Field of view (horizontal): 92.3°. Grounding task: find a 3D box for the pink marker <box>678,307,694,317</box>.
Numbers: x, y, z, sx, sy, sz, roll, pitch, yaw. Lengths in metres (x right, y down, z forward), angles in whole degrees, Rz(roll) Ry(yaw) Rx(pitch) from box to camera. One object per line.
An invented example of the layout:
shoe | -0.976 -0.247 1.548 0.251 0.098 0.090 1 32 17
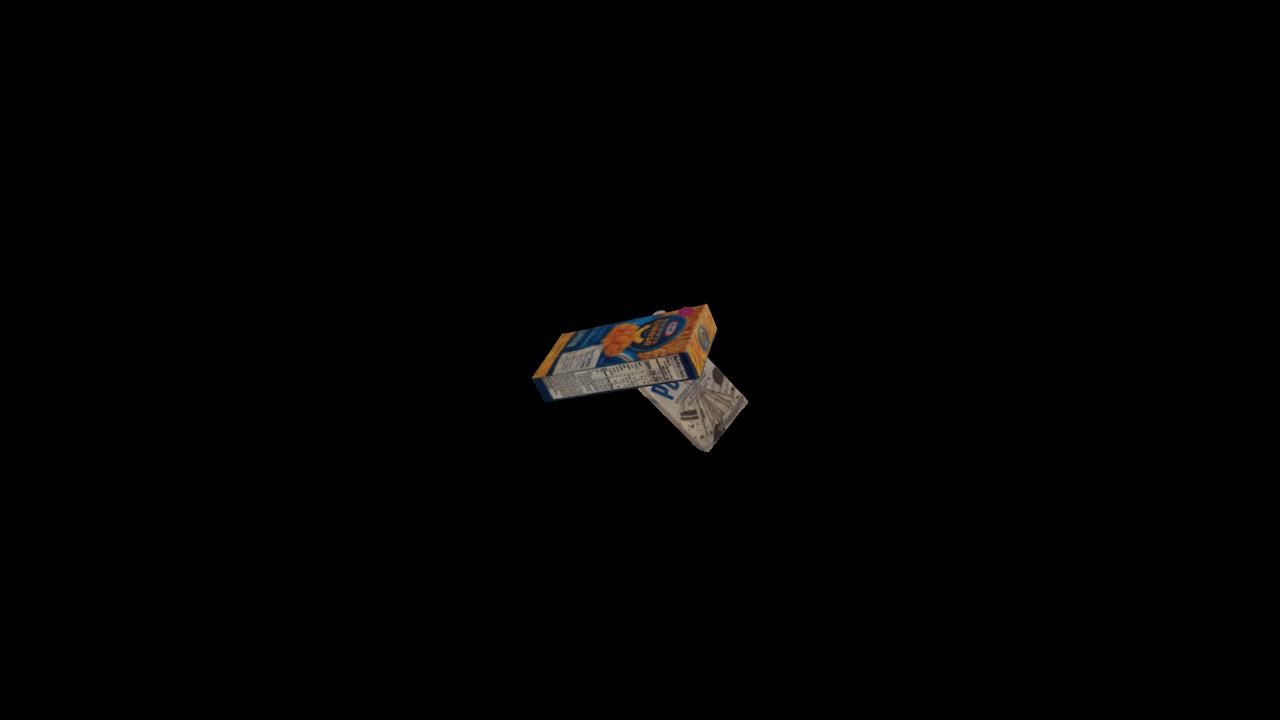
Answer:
pink marker | 0.056 -0.042 0.686 0.020 0.020 0.121 0 -4 8

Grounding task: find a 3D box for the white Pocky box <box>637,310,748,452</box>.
white Pocky box | 0.048 0.025 0.707 0.154 0.084 0.028 46 -17 -14

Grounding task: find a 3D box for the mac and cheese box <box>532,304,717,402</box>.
mac and cheese box | -0.017 -0.006 0.654 0.184 0.041 0.093 -11 29 26
